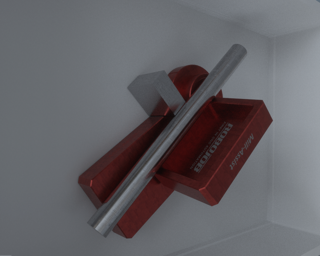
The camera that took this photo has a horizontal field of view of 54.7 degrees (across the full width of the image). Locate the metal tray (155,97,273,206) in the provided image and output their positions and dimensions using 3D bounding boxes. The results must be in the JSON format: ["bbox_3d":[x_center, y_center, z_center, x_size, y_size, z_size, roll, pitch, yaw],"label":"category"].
[{"bbox_3d":[0.060,0.020,0.366,0.130,0.090,0.030,-50,123,-21],"label":"metal tray"}]

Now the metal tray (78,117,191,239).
[{"bbox_3d":[-0.024,0.057,0.384,0.131,0.030,0.090,-42,116,-32],"label":"metal tray"}]

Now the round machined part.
[{"bbox_3d":[0.052,-0.041,0.439,0.099,0.042,0.097,0,90,-40],"label":"round machined part"}]

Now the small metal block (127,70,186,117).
[{"bbox_3d":[-0.005,-0.041,0.386,0.025,0.050,0.050,-52,121,-27],"label":"small metal block"}]

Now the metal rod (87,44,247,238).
[{"bbox_3d":[0.023,-0.002,0.375,0.301,0.025,0.025,-50,120,-24],"label":"metal rod"}]
